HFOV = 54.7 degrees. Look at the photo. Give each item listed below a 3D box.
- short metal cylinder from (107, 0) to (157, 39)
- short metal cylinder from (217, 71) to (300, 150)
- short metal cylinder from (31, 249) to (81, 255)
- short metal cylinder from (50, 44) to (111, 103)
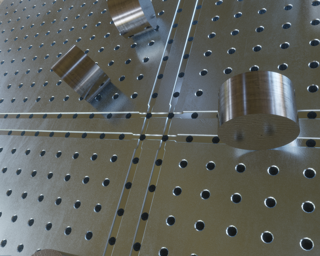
[{"bbox_3d":[-0.044,-0.195,0.514,0.050,0.080,0.080,-17,55,19],"label":"short metal cylinder"},{"bbox_3d":[0.102,-0.016,0.329,0.080,0.080,0.050,-7,59,24],"label":"short metal cylinder"},{"bbox_3d":[-0.115,0.180,0.341,0.080,0.050,0.080,-13,56,20],"label":"short metal cylinder"},{"bbox_3d":[-0.123,-0.084,0.487,0.050,0.080,0.080,-47,52,-4],"label":"short metal cylinder"}]
